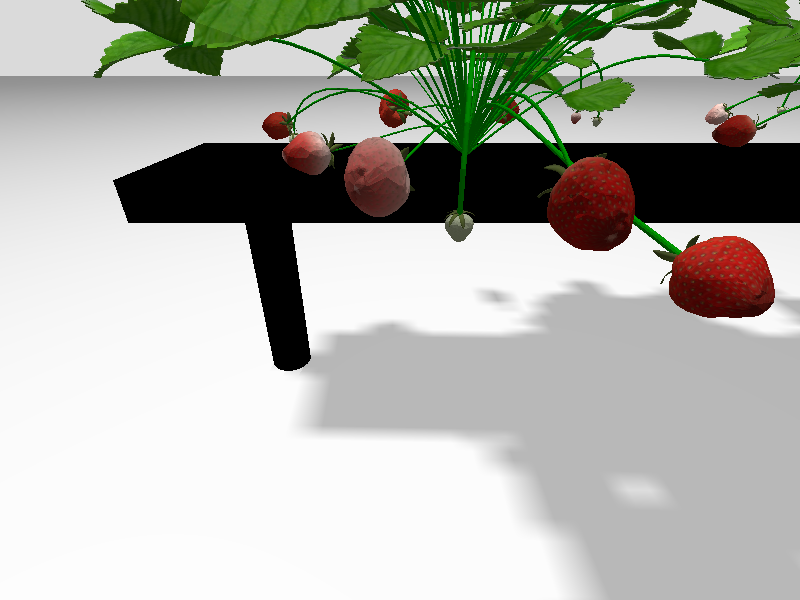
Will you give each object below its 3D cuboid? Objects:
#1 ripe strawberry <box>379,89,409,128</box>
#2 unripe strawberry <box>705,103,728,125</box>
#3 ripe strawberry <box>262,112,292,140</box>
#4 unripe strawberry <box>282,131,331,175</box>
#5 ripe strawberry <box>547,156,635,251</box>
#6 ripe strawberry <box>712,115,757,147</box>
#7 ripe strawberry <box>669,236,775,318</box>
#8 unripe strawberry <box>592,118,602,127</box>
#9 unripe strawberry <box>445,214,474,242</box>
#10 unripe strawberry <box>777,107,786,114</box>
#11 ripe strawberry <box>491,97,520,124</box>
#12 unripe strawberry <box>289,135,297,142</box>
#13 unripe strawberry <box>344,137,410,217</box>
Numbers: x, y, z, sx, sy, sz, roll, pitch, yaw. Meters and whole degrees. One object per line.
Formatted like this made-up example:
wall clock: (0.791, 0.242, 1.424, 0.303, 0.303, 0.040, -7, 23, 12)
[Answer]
ripe strawberry: (-0.008, -0.226, 0.472, 0.036, 0.041, 0.039, -11, 32, -17)
unripe strawberry: (0.388, -0.227, 0.491, 0.020, 0.023, 0.022, -18, -1, -27)
ripe strawberry: (-0.121, -0.171, 0.394, 0.029, 0.024, 0.029, 4, 30, 24)
unripe strawberry: (-0.063, -0.098, 0.268, 0.031, 0.026, 0.031, -17, 35, -26)
ripe strawberry: (0.074, -0.035, 0.154, 0.031, 0.034, 0.035, -3, -42, -5)
ripe strawberry: (0.297, -0.150, 0.357, 0.030, 0.026, 0.030, -3, 30, 13)
ripe strawberry: (0.094, -0.005, 0.116, 0.024, 0.025, 0.026, -5, 31, -8)
unripe strawberry: (0.222, -0.200, 0.451, 0.010, 0.010, 0.009, -23, 38, -34)
unripe strawberry: (0.023, -0.028, 0.155, 0.011, 0.011, 0.010, 5, 31, 8)
unripe strawberry: (0.522, -0.259, 0.548, 0.009, 0.010, 0.010, 2, 31, 3)
ripe strawberry: (0.132, -0.238, 0.502, 0.035, 0.031, 0.032, 11, 32, 18)
unripe strawberry: (-0.088, -0.133, 0.335, 0.010, 0.011, 0.011, 1, 31, 2)
unripe strawberry: (-0.013, -0.058, 0.191, 0.032, 0.037, 0.035, 12, 33, 20)
